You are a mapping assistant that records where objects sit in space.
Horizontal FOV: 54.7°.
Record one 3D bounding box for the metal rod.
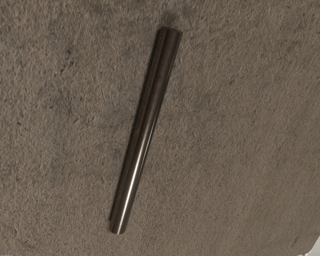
[{"bbox_3d":[-0.025,0.020,0.407,0.025,0.025,0.298,2,118,-30],"label":"metal rod"}]
